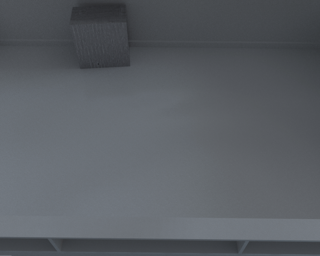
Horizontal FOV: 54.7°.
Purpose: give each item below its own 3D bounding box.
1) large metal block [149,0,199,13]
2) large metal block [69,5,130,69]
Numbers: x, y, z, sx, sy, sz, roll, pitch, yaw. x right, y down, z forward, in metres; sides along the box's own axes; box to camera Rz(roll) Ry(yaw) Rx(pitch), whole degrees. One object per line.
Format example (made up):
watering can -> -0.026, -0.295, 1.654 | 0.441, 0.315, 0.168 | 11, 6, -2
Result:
large metal block -> 0.031, -0.287, 0.633 | 0.080, 0.050, 0.080 | 36, 59, 26
large metal block -> -0.091, -0.143, 0.488 | 0.081, 0.080, 0.050 | -4, 50, -3
